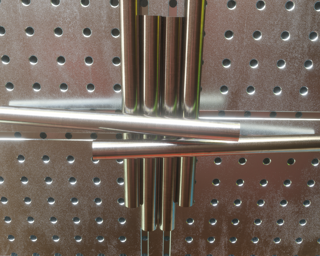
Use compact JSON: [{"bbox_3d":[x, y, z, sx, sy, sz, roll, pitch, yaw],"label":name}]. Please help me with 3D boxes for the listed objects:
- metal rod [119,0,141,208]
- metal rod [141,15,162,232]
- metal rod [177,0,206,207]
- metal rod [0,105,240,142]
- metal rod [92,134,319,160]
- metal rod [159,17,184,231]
[{"bbox_3d":[-0.037,-0.030,0.401,0.025,0.025,0.298,1,110,0],"label":"metal rod"},{"bbox_3d":[-0.013,0.008,0.415,0.025,0.025,0.298,1,110,-1],"label":"metal rod"},{"bbox_3d":[0.039,-0.031,0.401,0.025,0.025,0.298,1,110,0],"label":"metal rod"},{"bbox_3d":[-0.056,-0.007,0.386,0.301,0.025,0.025,4,110,8],"label":"metal rod"},{"bbox_3d":[0.068,0.024,0.400,0.302,0.025,0.025,-1,110,-9],"label":"metal rod"},{"bbox_3d":[0.013,0.008,0.417,0.025,0.025,0.298,1,110,0],"label":"metal rod"}]
